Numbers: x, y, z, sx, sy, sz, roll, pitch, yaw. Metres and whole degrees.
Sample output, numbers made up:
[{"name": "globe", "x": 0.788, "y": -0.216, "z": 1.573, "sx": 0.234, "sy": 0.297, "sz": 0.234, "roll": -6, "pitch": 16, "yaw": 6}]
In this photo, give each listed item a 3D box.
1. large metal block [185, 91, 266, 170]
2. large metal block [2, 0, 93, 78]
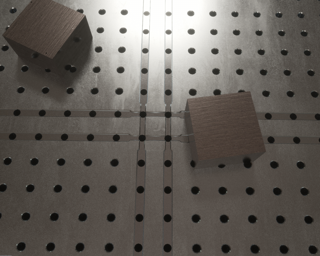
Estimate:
[{"name": "large metal block", "x": 0.079, "y": 0.004, "z": 0.398, "sx": 0.081, "sy": 0.050, "sz": 0.080, "roll": -7, "pitch": 70, "yaw": -3}, {"name": "large metal block", "x": -0.157, "y": -0.132, "z": 0.445, "sx": 0.080, "sy": 0.050, "sz": 0.080, "roll": 26, "pitch": 72, "yaw": 9}]
